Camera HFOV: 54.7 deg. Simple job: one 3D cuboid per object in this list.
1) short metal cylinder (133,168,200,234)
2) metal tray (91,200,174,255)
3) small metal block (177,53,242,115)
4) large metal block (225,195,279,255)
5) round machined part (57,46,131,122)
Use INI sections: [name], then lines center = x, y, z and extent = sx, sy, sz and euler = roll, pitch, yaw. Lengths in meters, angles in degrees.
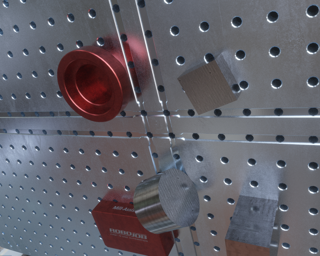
[short metal cylinder]
center = 0.010, 0.102, 0.434
extent = 0.050, 0.080, 0.080
euler = -30, 102, 38
[metal tray]
center = -0.049, 0.176, 0.543
extent = 0.130, 0.030, 0.089
euler = 0, 118, 28
[small metal block]
center = 0.056, -0.049, 0.351
extent = 0.050, 0.025, 0.050
euler = -22, 107, 36
[large metal block]
center = 0.123, 0.148, 0.402
extent = 0.050, 0.080, 0.079
euler = 3, 120, 27
[round machined part]
center = -0.081, -0.060, 0.406
extent = 0.098, 0.042, 0.097
euler = 13, 124, 21
